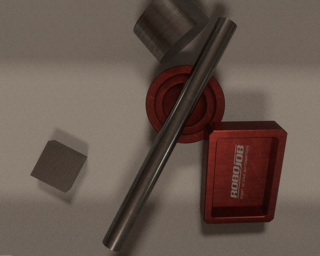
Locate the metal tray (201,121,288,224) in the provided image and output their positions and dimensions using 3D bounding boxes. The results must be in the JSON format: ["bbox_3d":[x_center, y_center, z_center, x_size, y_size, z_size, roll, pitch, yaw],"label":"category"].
[{"bbox_3d":[0.100,0.057,0.386,0.091,0.030,0.129,-1,112,-2],"label":"metal tray"}]

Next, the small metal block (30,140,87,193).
[{"bbox_3d":[-0.133,0.050,0.410,0.050,0.025,0.050,27,90,-1],"label":"small metal block"}]

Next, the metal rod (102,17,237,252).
[{"bbox_3d":[0.012,0.007,0.369,0.025,0.025,0.299,27,90,-1],"label":"metal rod"}]

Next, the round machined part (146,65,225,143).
[{"bbox_3d":[0.032,-0.030,0.403,0.099,0.042,0.097,0,90,-1],"label":"round machined part"}]

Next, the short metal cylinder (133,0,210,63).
[{"bbox_3d":[0.014,-0.126,0.384,0.080,0.080,0.050,-40,91,0],"label":"short metal cylinder"}]
